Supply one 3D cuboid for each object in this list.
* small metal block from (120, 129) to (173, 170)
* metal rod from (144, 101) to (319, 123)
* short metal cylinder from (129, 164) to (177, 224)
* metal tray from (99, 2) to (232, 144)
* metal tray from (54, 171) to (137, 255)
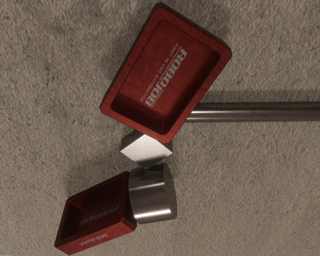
[{"bbox_3d":[-0.018,0.025,0.428,0.050,0.025,0.050,-35,123,25],"label":"small metal block"},{"bbox_3d":[0.132,-0.020,0.391,0.302,0.025,0.025,-1,130,0],"label":"metal rod"},{"bbox_3d":[-0.009,0.096,0.453,0.050,0.080,0.080,-12,129,10],"label":"short metal cylinder"},{"bbox_3d":[0.003,-0.054,0.338,0.090,0.030,0.129,27,115,-15],"label":"metal tray"},{"bbox_3d":[-0.095,0.130,0.473,0.130,0.090,0.030,-27,125,20],"label":"metal tray"}]
